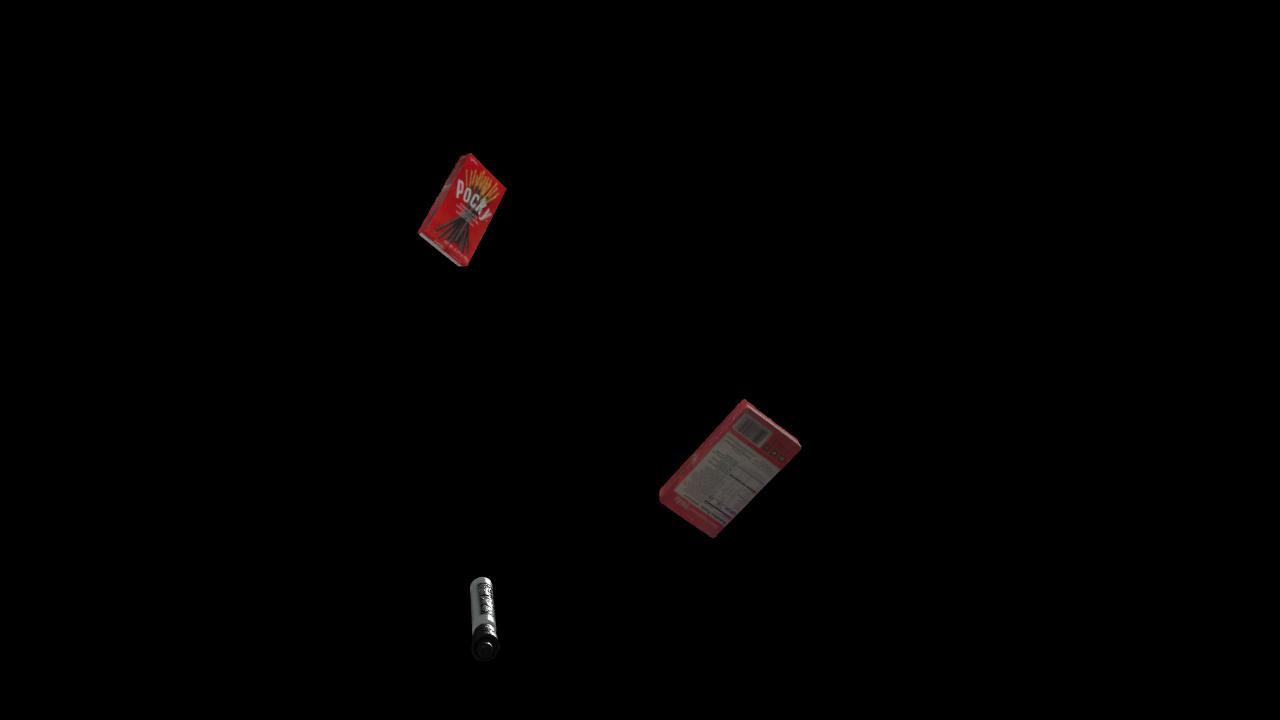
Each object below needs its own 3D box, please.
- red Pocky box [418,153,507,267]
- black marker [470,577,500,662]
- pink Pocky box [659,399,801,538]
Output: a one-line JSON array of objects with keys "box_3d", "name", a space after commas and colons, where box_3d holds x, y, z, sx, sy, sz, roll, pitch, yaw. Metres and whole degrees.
[{"box_3d": [-0.265, -0.227, 0.927, 0.028, 0.155, 0.083, -3, -31, 39], "name": "red Pocky box"}, {"box_3d": [-0.120, 0.195, 0.470, 0.020, 0.020, 0.121, 0, 0, -16], "name": "black marker"}, {"box_3d": [0.101, 0.127, 0.706, 0.084, 0.155, 0.029, 36, 16, -11], "name": "pink Pocky box"}]
